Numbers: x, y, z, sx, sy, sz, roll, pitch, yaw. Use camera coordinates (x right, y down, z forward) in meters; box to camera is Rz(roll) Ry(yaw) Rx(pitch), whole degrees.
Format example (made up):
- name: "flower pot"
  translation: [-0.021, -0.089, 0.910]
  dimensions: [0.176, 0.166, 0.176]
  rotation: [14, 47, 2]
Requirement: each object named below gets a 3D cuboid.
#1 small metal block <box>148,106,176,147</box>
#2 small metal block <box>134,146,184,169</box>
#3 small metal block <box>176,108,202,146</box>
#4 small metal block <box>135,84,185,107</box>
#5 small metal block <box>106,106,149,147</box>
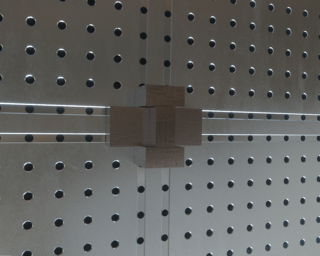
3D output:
- name: "small metal block"
  translation: [-0.002, -0.002, 0.399]
  dimensions: [0.025, 0.050, 0.050]
  rotation: [1, 90, -20]
- name: "small metal block"
  translation: [-0.002, 0.036, 0.399]
  dimensions: [0.050, 0.050, 0.025]
  rotation: [1, 90, -20]
- name: "small metal block"
  translation: [0.029, -0.001, 0.424]
  dimensions: [0.050, 0.025, 0.050]
  rotation: [1, 90, -21]
- name: "small metal block"
  translation: [-0.001, -0.039, 0.399]
  dimensions: [0.050, 0.050, 0.025]
  rotation: [1, 90, -20]
- name: "small metal block"
  translation: [-0.042, -0.002, 0.398]
  dimensions: [0.050, 0.025, 0.050]
  rotation: [1, 90, -21]
